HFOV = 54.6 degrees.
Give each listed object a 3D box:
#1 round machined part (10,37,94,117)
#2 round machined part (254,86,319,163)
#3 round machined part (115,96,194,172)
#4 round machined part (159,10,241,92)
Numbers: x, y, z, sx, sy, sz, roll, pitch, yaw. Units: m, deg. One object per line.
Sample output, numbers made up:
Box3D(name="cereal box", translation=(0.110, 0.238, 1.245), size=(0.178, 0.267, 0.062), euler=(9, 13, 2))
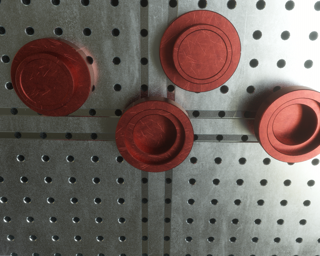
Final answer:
Box3D(name="round machined part", translation=(-0.135, -0.060, 0.381), size=(0.099, 0.042, 0.097), euler=(0, 110, 0))
Box3D(name="round machined part", translation=(0.171, -0.008, 0.403), size=(0.099, 0.042, 0.097), euler=(0, 110, 0))
Box3D(name="round machined part", translation=(-0.007, 0.005, 0.406), size=(0.099, 0.042, 0.097), euler=(0, 110, 0))
Box3D(name="round machined part", translation=(0.049, -0.090, 0.372), size=(0.099, 0.042, 0.097), euler=(0, 110, 0))
